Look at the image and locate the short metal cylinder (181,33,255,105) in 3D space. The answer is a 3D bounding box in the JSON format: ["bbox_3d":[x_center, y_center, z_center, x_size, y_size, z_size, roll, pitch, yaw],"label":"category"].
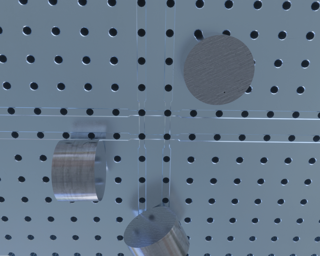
[{"bbox_3d":[0.067,-0.073,0.374,0.081,0.050,0.079,0,110,-1],"label":"short metal cylinder"}]

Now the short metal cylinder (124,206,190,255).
[{"bbox_3d":[-0.005,0.158,0.443,0.080,0.080,0.050,-22,109,7],"label":"short metal cylinder"}]

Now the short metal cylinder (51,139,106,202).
[{"bbox_3d":[-0.102,0.055,0.403,0.050,0.080,0.079,-1,110,0],"label":"short metal cylinder"}]
